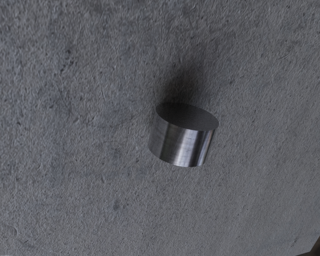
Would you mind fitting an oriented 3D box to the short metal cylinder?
[{"bbox_3d":[0.029,0.006,0.394,0.081,0.080,0.050,-1,119,-28],"label":"short metal cylinder"}]
